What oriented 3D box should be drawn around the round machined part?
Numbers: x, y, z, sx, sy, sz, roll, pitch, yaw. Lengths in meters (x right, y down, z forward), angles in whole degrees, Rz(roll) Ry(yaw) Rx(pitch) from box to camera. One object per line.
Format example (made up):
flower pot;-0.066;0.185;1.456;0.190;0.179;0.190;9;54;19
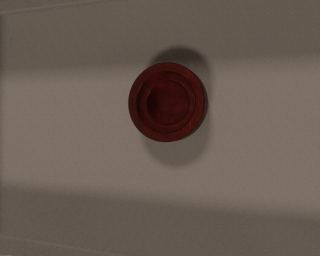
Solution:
round machined part;0.013;-0.032;0.396;0.098;0.042;0.097;0;90;19
